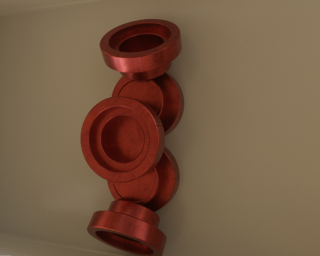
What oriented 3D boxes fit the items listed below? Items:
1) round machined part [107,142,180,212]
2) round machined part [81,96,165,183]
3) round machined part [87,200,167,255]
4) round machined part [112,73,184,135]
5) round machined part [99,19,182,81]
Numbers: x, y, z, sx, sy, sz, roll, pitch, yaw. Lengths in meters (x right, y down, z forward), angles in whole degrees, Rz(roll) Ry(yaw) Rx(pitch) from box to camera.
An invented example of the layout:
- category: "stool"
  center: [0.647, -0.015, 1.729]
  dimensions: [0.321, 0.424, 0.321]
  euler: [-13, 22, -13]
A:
- category: "round machined part"
  center: [-0.027, 0.065, 0.408]
  dimensions: [0.098, 0.042, 0.097]
  euler: [0, 90, 19]
- category: "round machined part"
  center: [-0.040, 0.013, 0.367]
  dimensions: [0.098, 0.042, 0.097]
  euler: [0, 90, 19]
- category: "round machined part"
  center: [-0.038, 0.126, 0.393]
  dimensions: [0.098, 0.098, 0.042]
  euler: [7, 55, 19]
- category: "round machined part"
  center: [-0.021, -0.033, 0.406]
  dimensions: [0.098, 0.042, 0.097]
  euler: [0, 90, 19]
- category: "round machined part"
  center: [-0.022, -0.095, 0.387]
  dimensions: [0.098, 0.098, 0.042]
  euler: [8, 135, 19]
